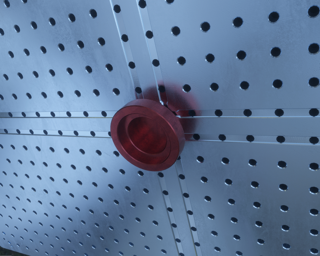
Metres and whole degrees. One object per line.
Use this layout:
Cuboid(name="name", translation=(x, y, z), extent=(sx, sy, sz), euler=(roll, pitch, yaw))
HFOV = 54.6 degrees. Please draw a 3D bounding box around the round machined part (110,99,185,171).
Cuboid(name="round machined part", translation=(-0.013, 0.006, 0.410), extent=(0.098, 0.042, 0.097), euler=(13, 124, 21))
